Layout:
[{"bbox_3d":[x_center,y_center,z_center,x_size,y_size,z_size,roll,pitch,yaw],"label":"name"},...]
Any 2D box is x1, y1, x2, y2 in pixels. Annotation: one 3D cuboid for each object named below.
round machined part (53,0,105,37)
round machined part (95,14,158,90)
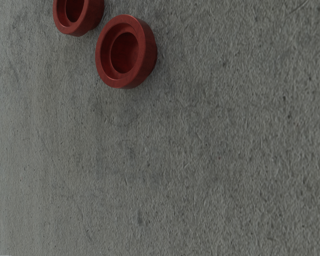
[{"bbox_3d":[-0.127,-0.196,0.499,0.098,0.042,0.097,0,90,40],"label":"round machined part"},{"bbox_3d":[-0.042,-0.102,0.429,0.098,0.042,0.097,0,90,40],"label":"round machined part"}]
